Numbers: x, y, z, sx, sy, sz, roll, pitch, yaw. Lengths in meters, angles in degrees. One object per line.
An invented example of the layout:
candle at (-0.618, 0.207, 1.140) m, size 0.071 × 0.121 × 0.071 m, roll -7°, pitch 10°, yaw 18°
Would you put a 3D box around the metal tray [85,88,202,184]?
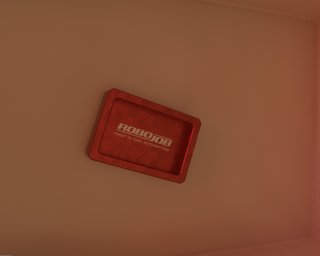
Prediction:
metal tray at (-0.019, 0.012, 0.401) m, size 0.131 × 0.030 × 0.090 m, roll 19°, pitch 84°, yaw -20°
